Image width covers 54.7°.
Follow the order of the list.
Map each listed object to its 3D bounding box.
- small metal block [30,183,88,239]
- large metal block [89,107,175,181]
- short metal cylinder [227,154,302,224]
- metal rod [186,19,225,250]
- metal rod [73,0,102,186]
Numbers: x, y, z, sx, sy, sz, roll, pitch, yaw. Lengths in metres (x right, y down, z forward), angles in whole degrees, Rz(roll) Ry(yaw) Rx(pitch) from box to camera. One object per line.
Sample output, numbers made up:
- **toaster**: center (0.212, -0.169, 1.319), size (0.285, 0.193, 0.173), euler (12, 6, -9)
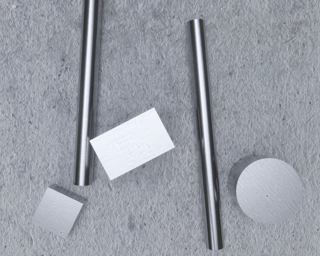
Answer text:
- **small metal block**: center (-0.132, 0.109, 0.408), size (0.050, 0.025, 0.050), euler (26, 90, -1)
- **large metal block**: center (-0.031, 0.017, 0.382), size (0.080, 0.080, 0.050), euler (-27, 90, 0)
- **short metal cylinder**: center (0.132, 0.076, 0.399), size (0.081, 0.050, 0.079), euler (0, 90, -1)
- **metal rod**: center (0.060, 0.009, 0.410), size (0.025, 0.025, 0.298), euler (-5, 90, -1)
- **metal rod**: center (-0.094, -0.075, 0.408), size (0.025, 0.025, 0.298), euler (3, 90, -1)
